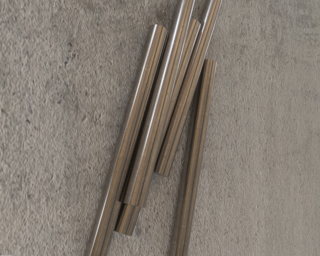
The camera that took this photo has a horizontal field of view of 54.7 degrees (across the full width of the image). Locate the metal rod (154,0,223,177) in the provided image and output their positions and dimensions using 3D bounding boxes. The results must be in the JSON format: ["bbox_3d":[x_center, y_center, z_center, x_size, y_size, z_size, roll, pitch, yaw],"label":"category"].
[{"bbox_3d":[0.045,-0.077,0.444,0.025,0.025,0.299,29,72,-37],"label":"metal rod"}]

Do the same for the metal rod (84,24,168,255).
[{"bbox_3d":[-0.038,0.013,0.374,0.025,0.025,0.299,24,75,-38],"label":"metal rod"}]

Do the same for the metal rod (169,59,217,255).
[{"bbox_3d":[0.048,0.046,0.447,0.025,0.025,0.299,17,79,-39],"label":"metal rod"}]

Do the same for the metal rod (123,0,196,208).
[{"bbox_3d":[0.005,-0.052,0.391,0.025,0.025,0.299,27,69,-37],"label":"metal rod"}]

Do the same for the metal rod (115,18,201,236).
[{"bbox_3d":[0.001,-0.013,0.407,0.025,0.025,0.299,30,71,-37],"label":"metal rod"}]
